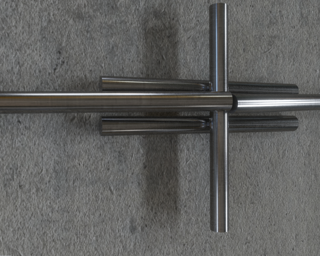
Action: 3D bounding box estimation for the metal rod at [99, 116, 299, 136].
[{"bbox_3d":[0.068,-0.005,0.436,0.303,0.025,0.025,-1,91,-21],"label":"metal rod"}]

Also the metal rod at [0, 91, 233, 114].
[{"bbox_3d":[-0.062,-0.030,0.361,0.302,0.025,0.025,-1,91,-11],"label":"metal rod"}]

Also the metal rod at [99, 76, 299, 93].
[{"bbox_3d":[0.068,-0.055,0.436,0.303,0.025,0.025,-1,91,-21],"label":"metal rod"}]

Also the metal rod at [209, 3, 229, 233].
[{"bbox_3d":[0.079,-0.013,0.414,0.025,0.025,0.298,0,90,-20],"label":"metal rod"}]

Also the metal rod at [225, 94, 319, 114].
[{"bbox_3d":[0.220,-0.039,0.467,0.303,0.025,0.025,-4,92,-30],"label":"metal rod"}]
